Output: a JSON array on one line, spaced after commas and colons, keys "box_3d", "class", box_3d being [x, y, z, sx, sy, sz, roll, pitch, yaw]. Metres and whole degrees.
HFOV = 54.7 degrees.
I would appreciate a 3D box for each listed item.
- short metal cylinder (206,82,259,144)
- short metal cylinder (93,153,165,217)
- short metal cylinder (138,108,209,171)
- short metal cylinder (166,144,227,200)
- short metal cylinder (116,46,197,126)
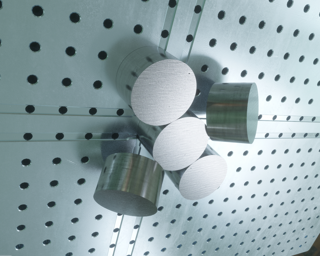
[{"box_3d": [0.098, -0.020, 0.412, 0.080, 0.050, 0.079, -14, 106, -62], "class": "short metal cylinder"}, {"box_3d": [-0.038, 0.074, 0.394, 0.080, 0.050, 0.080, 8, 145, 6], "class": "short metal cylinder"}, {"box_3d": [0.017, 0.010, 0.412, 0.081, 0.050, 0.079, -14, 125, -21], "class": "short metal cylinder"}, {"box_3d": [0.052, 0.060, 0.463, 0.081, 0.050, 0.079, -14, 125, -21], "class": "short metal cylinder"}, {"box_3d": [-0.005, -0.050, 0.363, 0.081, 0.050, 0.079, -14, 125, -21], "class": "short metal cylinder"}]
